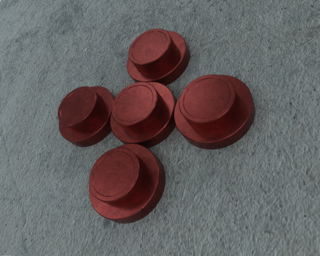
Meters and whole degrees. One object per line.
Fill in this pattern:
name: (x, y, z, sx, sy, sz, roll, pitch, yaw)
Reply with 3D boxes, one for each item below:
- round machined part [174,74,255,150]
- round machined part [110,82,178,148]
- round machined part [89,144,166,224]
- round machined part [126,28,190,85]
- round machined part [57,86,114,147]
round machined part: (0.062, -0.026, 0.377, 0.098, 0.042, 0.098, -13, 56, 20)
round machined part: (-0.026, -0.024, 0.421, 0.098, 0.042, 0.098, -13, 56, 20)
round machined part: (-0.046, 0.063, 0.378, 0.098, 0.042, 0.098, -13, 56, 20)
round machined part: (-0.008, -0.110, 0.465, 0.098, 0.042, 0.098, -13, 56, 20)
round machined part: (-0.113, -0.024, 0.466, 0.098, 0.042, 0.098, -13, 56, 20)
